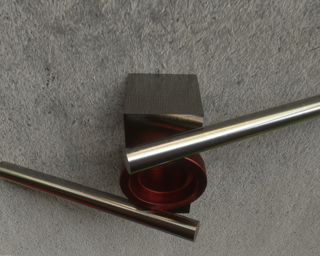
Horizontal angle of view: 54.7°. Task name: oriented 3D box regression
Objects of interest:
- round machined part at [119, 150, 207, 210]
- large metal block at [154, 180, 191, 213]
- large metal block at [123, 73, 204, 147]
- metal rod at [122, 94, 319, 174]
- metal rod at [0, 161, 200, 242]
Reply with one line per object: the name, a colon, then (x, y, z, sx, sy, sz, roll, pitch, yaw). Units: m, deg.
round machined part: (0.004, 0.050, 0.363, 0.099, 0.042, 0.097, -1, 130, 0)
large metal block: (0.000, 0.071, 0.433, 0.081, 0.080, 0.050, 1, 130, -1)
large metal block: (0.003, -0.021, 0.355, 0.081, 0.080, 0.050, 1, 130, -1)
metal rod: (0.108, -0.006, 0.335, 0.302, 0.025, 0.025, -15, 132, -17)
metal rod: (-0.096, 0.091, 0.412, 0.301, 0.025, 0.025, 12, 133, 19)
